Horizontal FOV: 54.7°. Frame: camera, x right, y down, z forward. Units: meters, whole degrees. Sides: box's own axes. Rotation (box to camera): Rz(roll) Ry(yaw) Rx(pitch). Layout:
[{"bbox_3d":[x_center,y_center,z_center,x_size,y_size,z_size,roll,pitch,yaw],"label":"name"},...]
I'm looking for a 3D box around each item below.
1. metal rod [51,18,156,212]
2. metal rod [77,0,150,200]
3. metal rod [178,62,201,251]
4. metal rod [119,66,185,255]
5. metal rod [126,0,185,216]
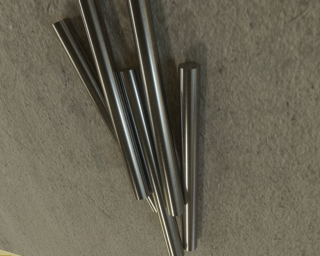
[{"bbox_3d":[-0.063,-0.005,0.434,0.025,0.025,0.299,-13,112,33],"label":"metal rod"},{"bbox_3d":[-0.058,-0.041,0.393,0.025,0.025,0.298,-2,113,29],"label":"metal rod"},{"bbox_3d":[0.040,0.059,0.420,0.025,0.025,0.298,11,123,22],"label":"metal rod"},{"bbox_3d":[-0.006,0.063,0.433,0.025,0.025,0.298,-2,114,28],"label":"metal rod"},{"bbox_3d":[-0.002,-0.020,0.378,0.025,0.025,0.298,1,115,27],"label":"metal rod"}]
